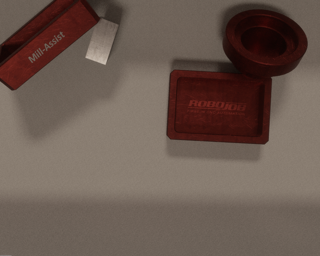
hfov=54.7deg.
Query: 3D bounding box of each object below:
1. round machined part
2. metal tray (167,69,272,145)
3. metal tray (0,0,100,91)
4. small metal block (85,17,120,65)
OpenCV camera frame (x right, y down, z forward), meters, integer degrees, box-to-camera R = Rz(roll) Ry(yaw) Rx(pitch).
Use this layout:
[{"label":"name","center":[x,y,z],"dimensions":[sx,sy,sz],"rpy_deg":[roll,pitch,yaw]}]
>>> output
[{"label":"round machined part","center":[0.128,-0.101,0.390],"dimensions":[0.099,0.042,0.098],"rpy_deg":[1,58,-2]},{"label":"metal tray","center":[0.076,-0.027,0.409],"dimensions":[0.131,0.030,0.089],"rpy_deg":[3,90,-1]},{"label":"metal tray","center":[-0.139,-0.111,0.372],"dimensions":[0.130,0.090,0.030],"rpy_deg":[-38,128,4]},{"label":"small metal block","center":[-0.071,-0.111,0.390],"dimensions":[0.025,0.050,0.050],"rpy_deg":[19,107,-12]}]
